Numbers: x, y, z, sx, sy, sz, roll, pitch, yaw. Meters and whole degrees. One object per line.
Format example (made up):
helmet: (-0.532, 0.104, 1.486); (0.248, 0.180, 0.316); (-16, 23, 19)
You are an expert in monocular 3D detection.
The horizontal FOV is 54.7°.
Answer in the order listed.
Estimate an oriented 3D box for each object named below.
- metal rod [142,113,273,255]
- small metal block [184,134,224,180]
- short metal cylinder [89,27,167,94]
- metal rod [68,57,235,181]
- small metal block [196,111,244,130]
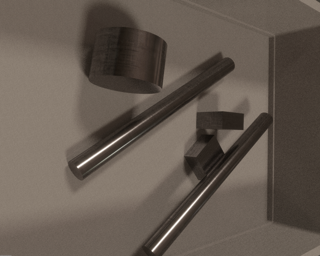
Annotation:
metal rod: (0.085, 0.066, 0.447); (0.302, 0.025, 0.025); (-40, 115, -33)
small metal block: (0.070, 0.045, 0.468); (0.050, 0.025, 0.050); (-46, 118, -30)
short metal cylinder: (-0.035, -0.071, 0.343); (0.081, 0.080, 0.050); (11, 83, -40)
metal rod: (0.010, -0.028, 0.416); (0.302, 0.025, 0.025); (-37, 113, -34)
small metal block: (0.091, -0.010, 0.469); (0.050, 0.050, 0.025); (3, 88, -40)
